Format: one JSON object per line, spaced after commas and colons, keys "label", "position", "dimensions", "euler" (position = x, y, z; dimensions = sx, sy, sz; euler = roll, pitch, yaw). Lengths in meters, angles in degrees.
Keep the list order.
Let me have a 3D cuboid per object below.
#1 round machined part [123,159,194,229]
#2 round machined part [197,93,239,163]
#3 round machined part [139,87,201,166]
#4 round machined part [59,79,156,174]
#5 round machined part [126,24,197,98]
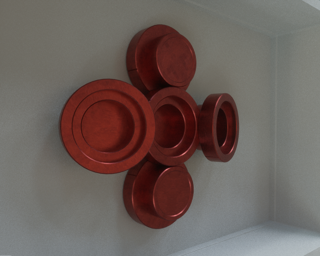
{"label": "round machined part", "position": [0.005, 0.080, 0.398], "dimensions": [0.099, 0.042, 0.097], "euler": [0, 90, -40]}
{"label": "round machined part", "position": [0.077, 0.000, 0.447], "dimensions": [0.099, 0.042, 0.097], "euler": [-1, 91, -56]}
{"label": "round machined part", "position": [0.005, -0.002, 0.396], "dimensions": [0.099, 0.042, 0.097], "euler": [0, 90, -40]}
{"label": "round machined part", "position": [-0.058, -0.002, 0.334], "dimensions": [0.099, 0.042, 0.097], "euler": [0, 90, -23]}
{"label": "round machined part", "position": [0.009, -0.085, 0.400], "dimensions": [0.099, 0.042, 0.097], "euler": [0, 90, -40]}
